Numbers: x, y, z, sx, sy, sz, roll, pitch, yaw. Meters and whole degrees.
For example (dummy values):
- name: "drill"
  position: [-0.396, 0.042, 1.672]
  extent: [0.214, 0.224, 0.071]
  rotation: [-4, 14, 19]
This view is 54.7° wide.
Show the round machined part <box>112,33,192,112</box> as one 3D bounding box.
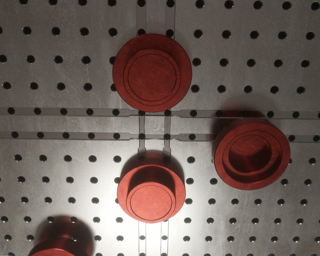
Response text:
- name: "round machined part"
  position: [-0.009, -0.065, 0.380]
  extent: [0.099, 0.042, 0.097]
  rotation: [0, 110, -1]

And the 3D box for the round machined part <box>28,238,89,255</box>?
- name: "round machined part"
  position: [-0.155, 0.211, 0.480]
  extent: [0.099, 0.042, 0.097]
  rotation: [0, 110, -1]

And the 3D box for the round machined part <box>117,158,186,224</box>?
- name: "round machined part"
  position: [-0.012, 0.095, 0.439]
  extent: [0.099, 0.042, 0.097]
  rotation: [0, 110, -1]

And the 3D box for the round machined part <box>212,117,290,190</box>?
- name: "round machined part"
  position: [0.119, 0.031, 0.418]
  extent: [0.099, 0.042, 0.097]
  rotation: [0, 110, -1]
